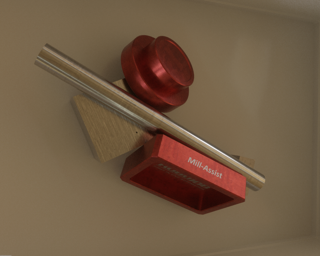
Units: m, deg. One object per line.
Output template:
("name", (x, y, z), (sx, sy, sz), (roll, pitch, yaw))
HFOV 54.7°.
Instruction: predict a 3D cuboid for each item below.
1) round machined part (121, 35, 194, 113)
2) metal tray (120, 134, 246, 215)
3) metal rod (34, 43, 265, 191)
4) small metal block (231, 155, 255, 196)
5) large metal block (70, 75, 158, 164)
("round machined part", (0.004, -0.071, 0.375), (0.098, 0.042, 0.098), (31, 45, -35))
("metal tray", (0.028, 0.063, 0.382), (0.131, 0.090, 0.030), (28, 53, -19))
("metal rod", (0.004, -0.002, 0.357), (0.301, 0.025, 0.025), (30, 80, -18))
("small metal block", (0.103, 0.064, 0.435), (0.025, 0.050, 0.050), (16, 85, -20))
("large metal block", (-0.053, -0.012, 0.376), (0.081, 0.050, 0.080), (-24, 98, -19))
